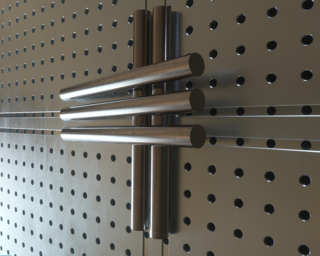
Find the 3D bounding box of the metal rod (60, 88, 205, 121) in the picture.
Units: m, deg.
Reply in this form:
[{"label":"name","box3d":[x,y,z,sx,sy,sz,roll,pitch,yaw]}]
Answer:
[{"label":"metal rod","box3d":[-0.062,-0.026,0.431,0.300,0.025,0.025,-1,89,48]}]

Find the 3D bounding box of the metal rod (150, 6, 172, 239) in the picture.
[{"label":"metal rod","box3d":[0.001,-0.007,0.407,0.025,0.025,0.298,1,91,39]}]

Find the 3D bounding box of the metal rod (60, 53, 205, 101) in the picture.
[{"label":"metal rod","box3d":[-0.063,-0.063,0.432,0.300,0.025,0.025,-2,89,47]}]

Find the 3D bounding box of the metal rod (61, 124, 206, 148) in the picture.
[{"label":"metal rod","box3d":[-0.061,0.009,0.430,0.300,0.025,0.025,0,90,48]}]

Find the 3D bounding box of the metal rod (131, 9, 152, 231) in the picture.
[{"label":"metal rod","box3d":[-0.026,-0.010,0.429,0.025,0.025,0.298,1,91,39]}]
